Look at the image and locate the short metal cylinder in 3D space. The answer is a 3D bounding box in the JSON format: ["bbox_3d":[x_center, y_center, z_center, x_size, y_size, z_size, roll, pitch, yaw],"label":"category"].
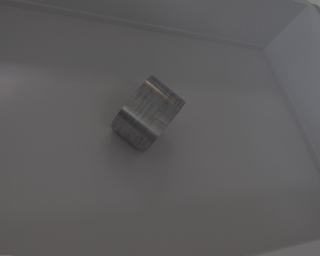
[{"bbox_3d":[-0.014,-0.016,0.372,0.050,0.080,0.080,39,51,-2],"label":"short metal cylinder"}]
